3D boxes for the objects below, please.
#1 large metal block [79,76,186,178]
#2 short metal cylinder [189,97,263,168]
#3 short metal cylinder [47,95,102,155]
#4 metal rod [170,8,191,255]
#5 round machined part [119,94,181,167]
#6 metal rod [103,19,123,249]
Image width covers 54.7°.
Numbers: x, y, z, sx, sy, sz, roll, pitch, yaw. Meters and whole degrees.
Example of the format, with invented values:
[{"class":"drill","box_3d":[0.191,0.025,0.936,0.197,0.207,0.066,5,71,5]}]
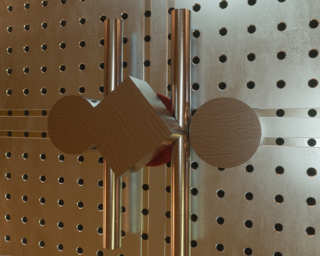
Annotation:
[{"class":"large metal block","box_3d":[-0.031,-0.001,0.360,0.080,0.050,0.080,-40,78,15]},{"class":"short metal cylinder","box_3d":[0.080,0.005,0.370,0.080,0.050,0.080,0,90,20]},{"class":"short metal cylinder","box_3d":[-0.109,-0.004,0.438,0.080,0.050,0.080,0,90,20]},{"class":"metal rod","box_3d":[0.026,0.007,0.381,0.025,0.025,0.298,0,90,20]},{"class":"round machined part","box_3d":[-0.014,0.003,0.409,0.098,0.042,0.097,0,90,20]},{"class":"metal rod","box_3d":[-0.062,0.008,0.412,0.025,0.025,0.298,0,90,20]}]
